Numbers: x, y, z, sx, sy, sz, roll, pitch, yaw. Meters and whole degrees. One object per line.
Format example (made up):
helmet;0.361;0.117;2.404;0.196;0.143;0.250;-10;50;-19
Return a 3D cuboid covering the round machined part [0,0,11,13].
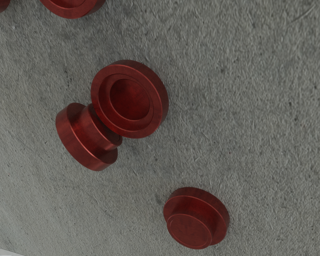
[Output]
round machined part;-0.226;-0.196;0.394;0.098;0.042;0.097;13;124;21

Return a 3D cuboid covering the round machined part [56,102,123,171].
round machined part;-0.088;0.005;0.416;0.042;0.098;0.098;-34;100;14

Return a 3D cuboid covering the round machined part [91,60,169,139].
round machined part;-0.034;-0.039;0.389;0.098;0.042;0.097;12;123;20

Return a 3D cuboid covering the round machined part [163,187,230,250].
round machined part;0.049;0.139;0.456;0.098;0.042;0.097;13;124;21

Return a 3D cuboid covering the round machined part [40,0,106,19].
round machined part;-0.094;-0.174;0.338;0.098;0.042;0.097;13;124;21
